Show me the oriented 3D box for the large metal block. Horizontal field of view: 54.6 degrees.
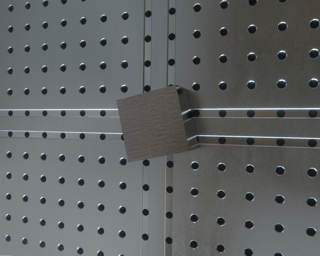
[{"bbox_3d":[-0.002,-0.004,0.399,0.080,0.050,0.080,-13,86,19],"label":"large metal block"}]
